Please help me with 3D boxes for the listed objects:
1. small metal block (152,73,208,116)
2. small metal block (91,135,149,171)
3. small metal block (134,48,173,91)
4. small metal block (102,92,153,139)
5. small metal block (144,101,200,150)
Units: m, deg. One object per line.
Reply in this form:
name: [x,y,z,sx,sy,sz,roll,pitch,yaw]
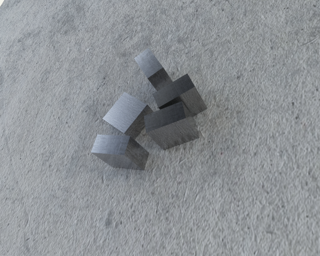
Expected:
small metal block: [0.026,-0.034,0.395,0.050,0.050,0.025,-30,52,9]
small metal block: [-0.050,0.032,0.395,0.050,0.050,0.025,1,63,29]
small metal block: [-0.006,-0.077,0.438,0.025,0.050,0.050,-35,51,5]
small metal block: [-0.044,-0.017,0.437,0.050,0.025,0.050,31,79,37]
small metal block: [0.015,-0.001,0.381,0.050,0.050,0.025,-21,54,16]
